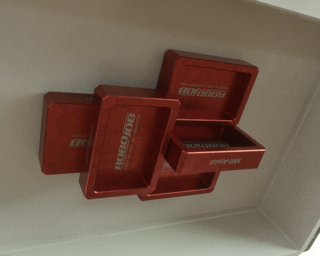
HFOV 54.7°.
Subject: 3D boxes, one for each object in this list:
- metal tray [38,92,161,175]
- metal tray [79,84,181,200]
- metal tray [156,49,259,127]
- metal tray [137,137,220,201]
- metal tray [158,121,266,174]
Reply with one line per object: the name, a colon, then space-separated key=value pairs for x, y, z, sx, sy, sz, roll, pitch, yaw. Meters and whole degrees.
metal tray: x=-0.070 y=0.007 z=0.368 sx=0.131 sy=0.030 sz=0.089 roll=0 pitch=118 yaw=-29
metal tray: x=-0.037 y=0.019 z=0.356 sx=0.091 sy=0.030 sz=0.129 roll=1 pitch=118 yaw=-29
metal tray: x=0.059 y=-0.048 z=0.408 sx=0.131 sy=0.030 sz=0.089 roll=1 pitch=118 yaw=-29
metal tray: x=0.032 y=0.058 z=0.458 sx=0.131 sy=0.030 sz=0.089 roll=0 pitch=118 yaw=-29
metal tray: x=0.061 y=0.019 z=0.411 sx=0.131 sy=0.090 sz=0.030 roll=1 pitch=118 yaw=-29
